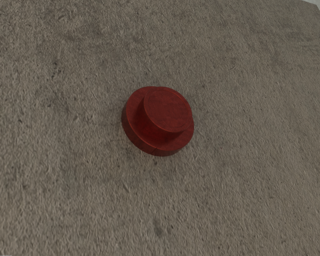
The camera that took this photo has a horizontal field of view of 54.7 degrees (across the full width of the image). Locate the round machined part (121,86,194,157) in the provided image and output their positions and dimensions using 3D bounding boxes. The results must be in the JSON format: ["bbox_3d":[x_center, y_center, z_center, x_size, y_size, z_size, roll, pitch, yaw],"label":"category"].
[{"bbox_3d":[0.003,-0.015,0.406,0.099,0.042,0.098,14,56,-21],"label":"round machined part"}]
